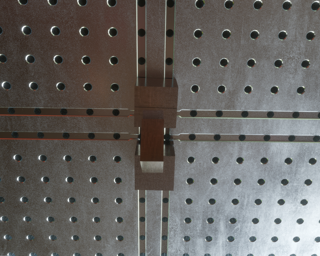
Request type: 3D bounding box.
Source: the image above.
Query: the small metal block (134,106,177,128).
[{"bbox_3d":[-0.006,-0.021,0.392,0.050,0.050,0.025,2,110,-1],"label":"small metal block"}]

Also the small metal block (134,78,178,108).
[{"bbox_3d":[-0.005,-0.044,0.383,0.050,0.050,0.025,2,110,-1],"label":"small metal block"}]

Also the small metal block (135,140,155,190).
[{"bbox_3d":[-0.020,0.049,0.418,0.025,0.050,0.050,1,110,-1],"label":"small metal block"}]

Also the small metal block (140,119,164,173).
[{"bbox_3d":[-0.008,0.022,0.364,0.025,0.050,0.050,1,68,0],"label":"small metal block"}]

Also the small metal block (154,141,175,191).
[{"bbox_3d":[0.006,0.049,0.417,0.025,0.050,0.050,1,110,-1],"label":"small metal block"}]
